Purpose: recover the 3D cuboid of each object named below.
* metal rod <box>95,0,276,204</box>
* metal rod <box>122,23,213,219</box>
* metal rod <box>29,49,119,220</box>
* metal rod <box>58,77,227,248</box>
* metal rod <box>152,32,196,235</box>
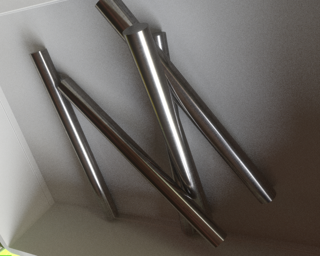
[{"bbox_3d":[0.040,-0.022,0.352,0.025,0.025,0.300,-30,109,38],"label":"metal rod"},{"bbox_3d":[0.022,0.022,0.371,0.025,0.025,0.299,1,131,28],"label":"metal rod"},{"bbox_3d":[-0.128,0.024,0.490,0.025,0.025,0.298,-4,117,30],"label":"metal rod"},{"bbox_3d":[-0.030,0.040,0.417,0.300,0.025,0.025,44,130,10],"label":"metal rod"},{"bbox_3d":[0.020,0.026,0.413,0.025,0.025,0.298,3,120,26],"label":"metal rod"}]
